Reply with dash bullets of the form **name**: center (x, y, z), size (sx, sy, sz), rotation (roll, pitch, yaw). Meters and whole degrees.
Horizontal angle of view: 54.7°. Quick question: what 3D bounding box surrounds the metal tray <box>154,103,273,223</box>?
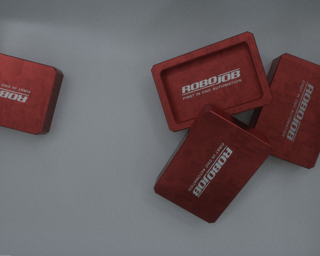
- **metal tray**: center (0.062, 0.047, 0.385), size (0.090, 0.030, 0.129), rotation (30, 112, -3)

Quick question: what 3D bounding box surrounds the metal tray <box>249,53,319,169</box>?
- **metal tray**: center (0.176, -0.022, 0.410), size (0.090, 0.030, 0.129), rotation (20, 90, 0)

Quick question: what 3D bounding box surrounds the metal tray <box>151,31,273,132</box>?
- **metal tray**: center (0.064, -0.055, 0.392), size (0.130, 0.030, 0.090), rotation (-17, 90, 15)

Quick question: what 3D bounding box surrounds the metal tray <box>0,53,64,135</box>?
- **metal tray**: center (-0.204, -0.049, 0.407), size (0.131, 0.030, 0.090), rotation (14, 90, 0)
